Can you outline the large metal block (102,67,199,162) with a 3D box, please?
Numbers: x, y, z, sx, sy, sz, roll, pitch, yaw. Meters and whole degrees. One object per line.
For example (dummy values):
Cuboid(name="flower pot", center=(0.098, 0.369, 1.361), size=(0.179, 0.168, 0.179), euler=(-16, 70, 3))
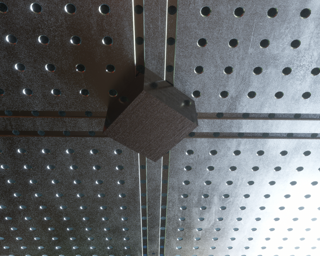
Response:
Cuboid(name="large metal block", center=(-0.012, -0.014, 0.383), size=(0.080, 0.050, 0.080), euler=(32, 123, -25))
